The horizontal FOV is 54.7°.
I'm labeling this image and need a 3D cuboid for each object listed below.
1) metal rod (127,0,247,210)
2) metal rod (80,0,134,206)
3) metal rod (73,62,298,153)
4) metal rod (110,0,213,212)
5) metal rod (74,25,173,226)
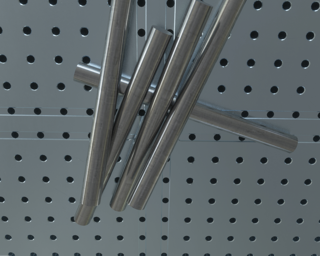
[{"bbox_3d":[0.032,-0.035,0.375,0.025,0.025,0.298,24,99,-9],"label":"metal rod"},{"bbox_3d":[-0.060,-0.051,0.366,0.025,0.025,0.298,10,99,-4],"label":"metal rod"},{"bbox_3d":[0.039,-0.024,0.405,0.302,0.025,0.025,18,109,-7],"label":"metal rod"},{"bbox_3d":[-0.009,-0.008,0.386,0.025,0.025,0.298,19,118,-8],"label":"metal rod"},{"bbox_3d":[-0.057,0.015,0.399,0.025,0.025,0.298,22,116,-8],"label":"metal rod"}]
